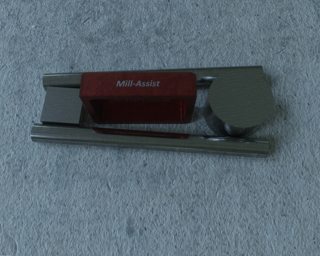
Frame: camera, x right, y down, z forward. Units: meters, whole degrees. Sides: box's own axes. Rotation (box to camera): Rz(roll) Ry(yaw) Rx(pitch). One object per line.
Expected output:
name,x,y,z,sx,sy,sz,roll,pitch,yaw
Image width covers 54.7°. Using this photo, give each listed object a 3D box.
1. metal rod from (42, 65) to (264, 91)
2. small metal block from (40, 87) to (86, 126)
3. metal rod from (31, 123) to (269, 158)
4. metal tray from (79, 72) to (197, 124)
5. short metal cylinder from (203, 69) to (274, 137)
metal rod,-0.008,-0.070,0.435,0.302,0.025,0.025,-2,70,-1
small metal block,-0.128,-0.027,0.419,0.050,0.025,0.050,4,70,1
metal rod,-0.013,0.016,0.403,0.302,0.025,0.025,4,70,1
metal tray,-0.024,-0.034,0.386,0.131,0.090,0.030,0,70,0
short metal cylinder,0.100,-0.030,0.407,0.081,0.050,0.080,0,70,0
